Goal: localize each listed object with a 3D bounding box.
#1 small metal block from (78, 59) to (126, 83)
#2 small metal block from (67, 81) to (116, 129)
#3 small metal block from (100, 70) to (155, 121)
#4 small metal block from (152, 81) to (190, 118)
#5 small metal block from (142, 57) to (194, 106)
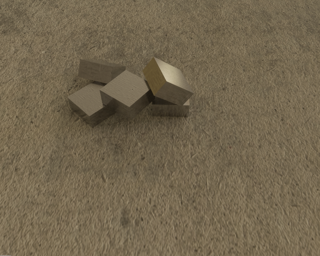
[{"bbox_3d":[-0.085,-0.084,0.459,0.050,0.025,0.050,15,15,11],"label":"small metal block"},{"bbox_3d":[-0.091,-0.034,0.432,0.050,0.025,0.050,38,59,27],"label":"small metal block"},{"bbox_3d":[-0.042,-0.044,0.407,0.050,0.025,0.050,31,56,23],"label":"small metal block"},{"bbox_3d":[0.015,-0.042,0.440,0.050,0.025,0.050,2,50,1],"label":"small metal block"},{"bbox_3d":[0.010,-0.061,0.407,0.050,0.025,0.050,17,37,-41],"label":"small metal block"}]
